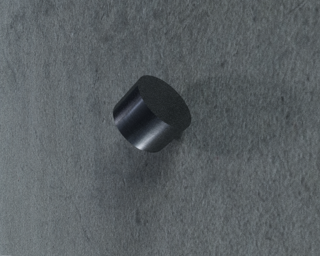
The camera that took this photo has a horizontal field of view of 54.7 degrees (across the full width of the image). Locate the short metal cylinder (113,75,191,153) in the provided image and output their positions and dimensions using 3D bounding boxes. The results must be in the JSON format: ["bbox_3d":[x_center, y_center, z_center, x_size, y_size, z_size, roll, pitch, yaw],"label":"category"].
[{"bbox_3d":[-0.009,-0.017,0.375,0.050,0.081,0.080,-43,64,31],"label":"short metal cylinder"}]
